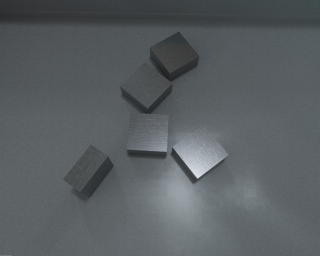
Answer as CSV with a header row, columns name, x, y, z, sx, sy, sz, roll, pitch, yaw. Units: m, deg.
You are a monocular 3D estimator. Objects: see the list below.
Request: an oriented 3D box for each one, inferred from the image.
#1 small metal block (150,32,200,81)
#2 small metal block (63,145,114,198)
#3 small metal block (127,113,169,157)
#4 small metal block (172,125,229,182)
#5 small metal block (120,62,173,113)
name,x,y,z,sx,sy,sz,roll,pitch,yaw
small metal block,0.020,-0.103,0.448,0.050,0.025,0.050,-32,73,-11
small metal block,-0.085,0.054,0.376,0.025,0.050,0.050,33,73,11
small metal block,-0.015,0.009,0.406,0.050,0.025,0.050,3,70,1
small metal block,0.051,0.033,0.398,0.050,0.025,0.050,-35,74,-12
small metal block,-0.018,-0.054,0.429,0.050,0.025,0.050,40,74,13
